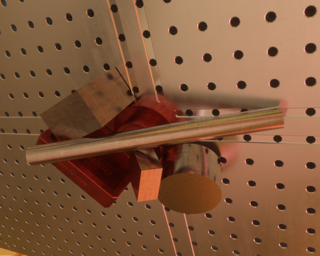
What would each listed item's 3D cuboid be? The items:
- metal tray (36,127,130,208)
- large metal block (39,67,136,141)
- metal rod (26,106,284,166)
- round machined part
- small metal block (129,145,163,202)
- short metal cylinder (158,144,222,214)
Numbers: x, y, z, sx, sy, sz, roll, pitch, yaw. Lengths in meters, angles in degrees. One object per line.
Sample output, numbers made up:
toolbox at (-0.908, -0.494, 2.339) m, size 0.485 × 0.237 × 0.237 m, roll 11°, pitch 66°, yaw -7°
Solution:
metal tray at (-0.095, 0.038, 0.440) m, size 0.130 × 0.090 × 0.030 m, roll 40°, pitch 129°, yaw 1°
large metal block at (-0.092, -0.028, 0.403) m, size 0.080 × 0.080 × 0.050 m, roll -23°, pitch 106°, yaw 36°
metal rod at (-0.015, 0.012, 0.363) m, size 0.301 × 0.025 × 0.025 m, roll -9°, pitch 115°, yaw 10°
round machined part at (-0.021, 0.013, 0.421) m, size 0.098 × 0.042 × 0.097 m, roll 13°, pitch 124°, yaw 20°
small metal block at (-0.020, 0.053, 0.380) m, size 0.025 × 0.050 × 0.050 m, roll -4°, pitch 125°, yaw -19°
short metal cylinder at (0.038, 0.066, 0.399) m, size 0.080 × 0.050 × 0.079 m, roll 4°, pitch 130°, yaw 5°
